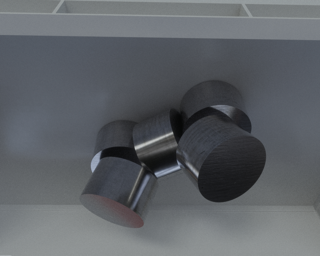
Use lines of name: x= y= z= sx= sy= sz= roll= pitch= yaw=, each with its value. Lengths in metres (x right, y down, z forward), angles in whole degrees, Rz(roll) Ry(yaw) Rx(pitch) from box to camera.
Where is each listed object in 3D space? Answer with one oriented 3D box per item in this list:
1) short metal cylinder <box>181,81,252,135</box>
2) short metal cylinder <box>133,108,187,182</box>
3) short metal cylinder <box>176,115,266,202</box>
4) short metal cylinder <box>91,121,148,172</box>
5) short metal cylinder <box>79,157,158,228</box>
short metal cylinder: x=0.067 y=-0.011 z=0.382 sx=0.081 sy=0.050 sz=0.079 roll=0 pitch=130 yaw=0
short metal cylinder: x=0.009 y=0.022 z=0.389 sx=0.050 sy=0.080 sz=0.080 roll=-23 pitch=127 yaw=18
short metal cylinder: x=0.065 y=0.032 z=0.333 sx=0.081 sy=0.050 sz=0.079 roll=-11 pitch=120 yaw=-19
short metal cylinder: x=-0.049 y=0.037 z=0.421 sx=0.081 sy=0.050 sz=0.079 roll=0 pitch=130 yaw=0
short metal cylinder: x=-0.048 y=0.078 z=0.372 sx=0.080 sy=0.050 sz=0.080 roll=15 pitch=145 yaw=12
